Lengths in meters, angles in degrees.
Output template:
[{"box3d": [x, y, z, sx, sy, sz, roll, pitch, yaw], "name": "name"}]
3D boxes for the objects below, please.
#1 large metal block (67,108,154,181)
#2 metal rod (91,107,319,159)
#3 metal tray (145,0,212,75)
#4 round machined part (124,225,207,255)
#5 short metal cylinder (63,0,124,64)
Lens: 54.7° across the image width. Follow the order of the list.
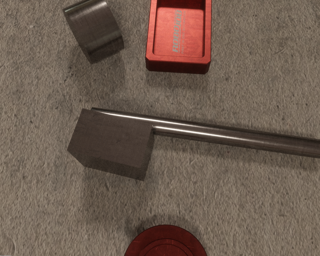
[{"box3d": [-0.053, 0.023, 0.370, 0.080, 0.080, 0.050, 13, 71, 4], "name": "large metal block"}, {"box3d": [0.058, 0.006, 0.406, 0.302, 0.025, 0.025, 8, 70, 2], "name": "metal rod"}, {"box3d": [0.029, -0.146, 0.458, 0.091, 0.030, 0.130, 4, 70, 1], "name": "metal tray"}, {"box3d": [0.006, 0.158, 0.342, 0.099, 0.042, 0.098, 0, 70, -1], "name": "round machined part"}, {"box3d": [-0.091, -0.135, 0.427, 0.050, 0.080, 0.080, -29, 73, -10], "name": "short metal cylinder"}]
